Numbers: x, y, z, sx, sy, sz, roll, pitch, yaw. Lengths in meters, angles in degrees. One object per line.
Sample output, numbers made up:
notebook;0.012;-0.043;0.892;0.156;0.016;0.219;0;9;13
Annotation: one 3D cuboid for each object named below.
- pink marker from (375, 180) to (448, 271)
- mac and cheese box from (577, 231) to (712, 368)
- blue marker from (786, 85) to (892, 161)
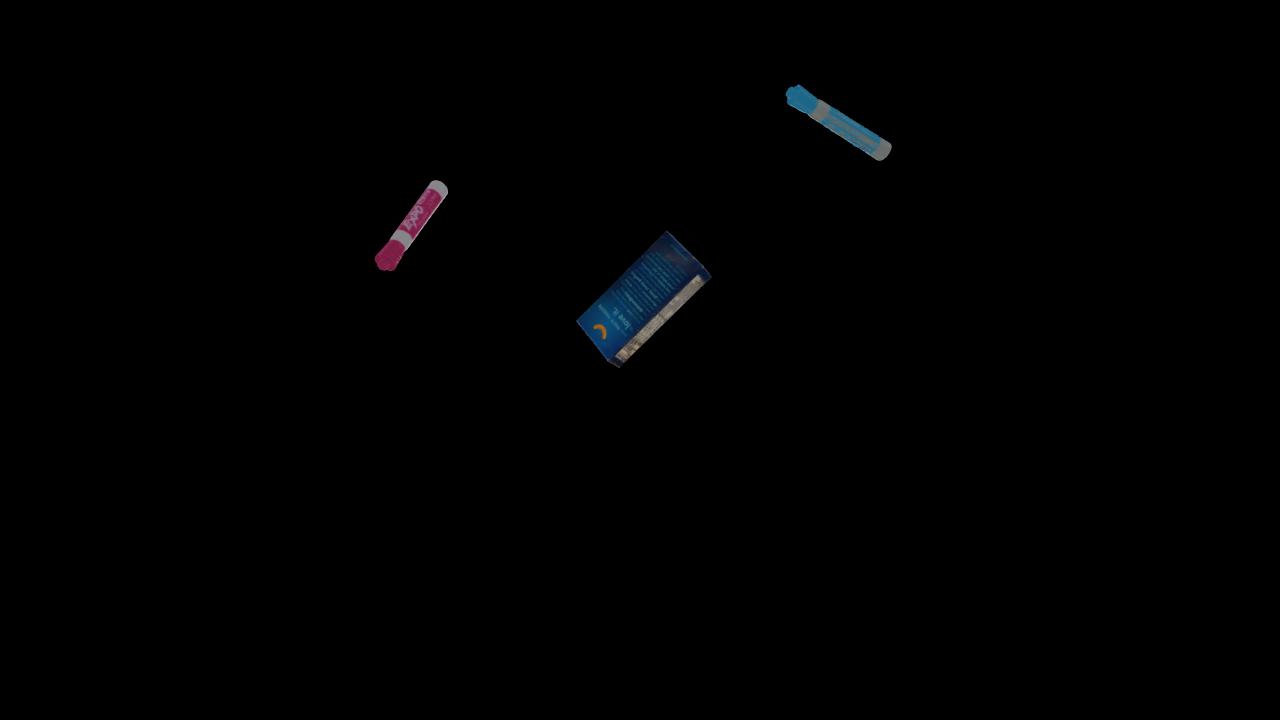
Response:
pink marker;-0.210;-0.125;0.567;0.020;0.121;0.020;9;-40;7
mac and cheese box;0.004;-0.086;0.870;0.093;0.184;0.041;50;8;31
blue marker;0.186;-0.222;0.577;0.121;0.020;0.020;21;-8;-22
